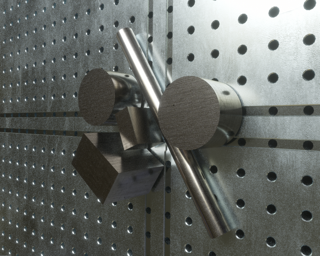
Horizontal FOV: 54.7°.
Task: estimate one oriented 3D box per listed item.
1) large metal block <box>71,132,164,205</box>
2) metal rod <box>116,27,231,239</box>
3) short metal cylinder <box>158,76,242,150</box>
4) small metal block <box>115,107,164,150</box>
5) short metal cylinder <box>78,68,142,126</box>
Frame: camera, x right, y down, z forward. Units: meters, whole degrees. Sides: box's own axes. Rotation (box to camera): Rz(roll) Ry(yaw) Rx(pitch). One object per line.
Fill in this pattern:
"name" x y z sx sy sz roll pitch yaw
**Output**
"large metal block" -0.057 0.049 0.414 0.080 0.081 0.050 42 116 32
"metal rod" 0.009 -0.008 0.397 0.025 0.025 0.299 -38 67 33
"short metal cylinder" 0.045 -0.016 0.351 0.080 0.050 0.079 0 90 40
"small metal block" -0.027 0.001 0.410 0.025 0.050 0.050 -27 73 37
"short metal cylinder" -0.073 -0.043 0.449 0.080 0.050 0.079 0 90 40
